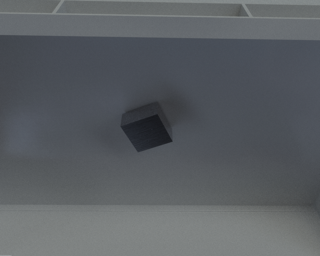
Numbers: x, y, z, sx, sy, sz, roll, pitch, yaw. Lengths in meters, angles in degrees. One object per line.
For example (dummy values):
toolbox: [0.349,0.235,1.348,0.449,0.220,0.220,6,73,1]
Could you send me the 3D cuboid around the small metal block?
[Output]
small metal block: [-0.016,0.000,0.404,0.050,0.025,0.050,-18,128,14]
